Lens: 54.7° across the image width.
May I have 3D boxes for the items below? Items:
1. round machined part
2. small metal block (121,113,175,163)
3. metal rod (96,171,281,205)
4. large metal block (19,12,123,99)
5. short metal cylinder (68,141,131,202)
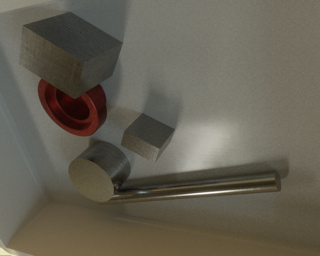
[{"bbox_3d":[-0.114,-0.039,0.426,0.098,0.042,0.097,17,133,20],"label":"round machined part"},{"bbox_3d":[-0.015,0.012,0.406,0.050,0.050,0.025,27,128,11],"label":"small metal block"},{"bbox_3d":[0.019,0.092,0.454,0.300,0.025,0.025,-13,112,33],"label":"metal rod"},{"bbox_3d":[-0.105,-0.090,0.371,0.080,0.080,0.050,32,128,7],"label":"large metal block"},{"bbox_3d":[-0.093,0.067,0.481,0.080,0.050,0.079,13,124,20],"label":"short metal cylinder"}]
